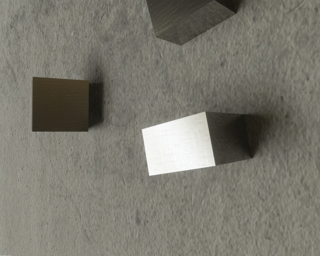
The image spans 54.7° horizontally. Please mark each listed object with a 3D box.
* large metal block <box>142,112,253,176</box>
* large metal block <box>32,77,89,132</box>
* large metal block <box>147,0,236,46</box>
[{"bbox_3d":[0.041,0.017,0.334,0.080,0.081,0.050,-15,80,38],"label":"large metal block"},{"bbox_3d":[-0.158,-0.035,0.487,0.050,0.081,0.079,-177,88,-66],"label":"large metal block"},{"bbox_3d":[0.031,-0.155,0.361,0.080,0.050,0.080,-22,76,37],"label":"large metal block"}]
